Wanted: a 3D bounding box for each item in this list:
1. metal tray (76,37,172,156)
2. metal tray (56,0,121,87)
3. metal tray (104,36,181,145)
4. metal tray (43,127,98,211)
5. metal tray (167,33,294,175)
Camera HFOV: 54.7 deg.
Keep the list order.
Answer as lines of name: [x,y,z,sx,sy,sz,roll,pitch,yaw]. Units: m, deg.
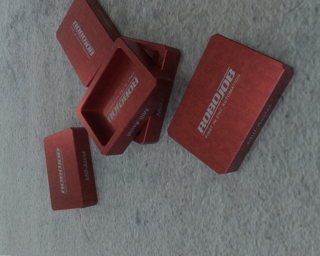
metal tray: [-0.052,-0.038,0.402,0.090,0.030,0.129,52,120,27]
metal tray: [-0.111,-0.138,0.491,0.090,0.030,0.130,-47,62,29]
metal tray: [-0.030,-0.052,0.423,0.090,0.030,0.129,23,105,37]
metal tray: [-0.154,0.071,0.526,0.090,0.030,0.129,-17,80,38]
metal tray: [0.071,-0.026,0.342,0.090,0.030,0.129,38,113,33]
